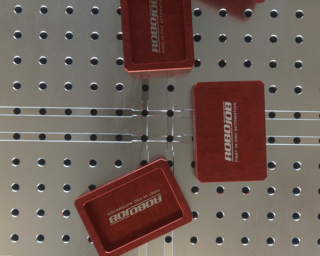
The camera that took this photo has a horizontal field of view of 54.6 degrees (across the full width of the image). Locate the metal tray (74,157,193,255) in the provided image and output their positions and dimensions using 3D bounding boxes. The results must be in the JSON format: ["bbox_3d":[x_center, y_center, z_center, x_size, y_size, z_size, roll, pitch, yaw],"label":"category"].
[{"bbox_3d":[-0.034,0.105,0.410,0.130,0.030,0.090,-26,90,0],"label":"metal tray"}]

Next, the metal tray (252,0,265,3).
[{"bbox_3d":[0.089,-0.224,0.395,0.130,0.030,0.090,24,67,0],"label":"metal tray"}]

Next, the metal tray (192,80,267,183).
[{"bbox_3d":[0.091,0.005,0.411,0.090,0.030,0.129,-2,90,0],"label":"metal tray"}]

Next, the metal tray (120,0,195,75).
[{"bbox_3d":[-0.004,-0.138,0.410,0.090,0.030,0.129,-4,90,0],"label":"metal tray"}]
